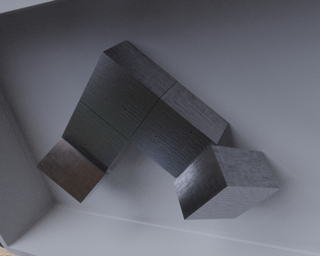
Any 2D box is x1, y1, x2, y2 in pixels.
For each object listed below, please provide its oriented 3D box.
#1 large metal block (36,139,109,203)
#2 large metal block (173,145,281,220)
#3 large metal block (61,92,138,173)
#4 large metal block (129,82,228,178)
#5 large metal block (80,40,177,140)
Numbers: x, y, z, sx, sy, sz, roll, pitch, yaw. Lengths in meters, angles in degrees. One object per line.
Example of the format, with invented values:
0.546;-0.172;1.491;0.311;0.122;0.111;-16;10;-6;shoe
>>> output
-0.127;0.064;0.469;0.080;0.050;0.080;39;172;1;large metal block
0.076;0.067;0.364;0.081;0.050;0.080;9;138;-31;large metal block
-0.079;0.002;0.434;0.080;0.050;0.080;39;129;1;large metal block
0.022;0.005;0.381;0.080;0.050;0.080;39;129;1;large metal block
-0.040;-0.046;0.383;0.080;0.050;0.080;39;129;1;large metal block
